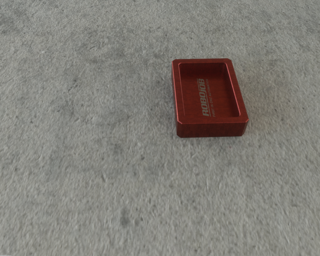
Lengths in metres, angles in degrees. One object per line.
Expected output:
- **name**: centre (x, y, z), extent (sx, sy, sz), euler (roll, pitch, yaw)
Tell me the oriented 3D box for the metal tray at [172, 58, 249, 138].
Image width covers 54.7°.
- **metal tray**: centre (0.065, -0.047, 0.439), extent (0.091, 0.030, 0.130), euler (-1, 50, -2)
